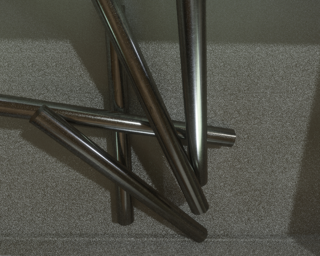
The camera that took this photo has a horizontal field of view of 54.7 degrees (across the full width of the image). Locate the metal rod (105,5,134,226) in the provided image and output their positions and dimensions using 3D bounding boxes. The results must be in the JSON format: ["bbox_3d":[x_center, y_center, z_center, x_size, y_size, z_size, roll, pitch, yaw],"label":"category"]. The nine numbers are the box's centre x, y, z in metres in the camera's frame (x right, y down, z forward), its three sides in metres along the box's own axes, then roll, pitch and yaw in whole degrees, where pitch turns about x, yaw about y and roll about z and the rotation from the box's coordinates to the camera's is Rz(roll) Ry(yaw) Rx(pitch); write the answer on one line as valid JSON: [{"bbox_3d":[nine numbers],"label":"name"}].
[{"bbox_3d":[-0.052,-0.002,0.409,0.025,0.025,0.298,-1,110,0],"label":"metal rod"}]

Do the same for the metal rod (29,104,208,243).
[{"bbox_3d":[-0.034,0.074,0.402,0.025,0.025,0.300,-40,119,13],"label":"metal rod"}]

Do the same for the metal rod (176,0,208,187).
[{"bbox_3d":[0.037,-0.033,0.329,0.025,0.025,0.298,-7,134,2],"label":"metal rod"}]

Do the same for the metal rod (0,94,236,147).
[{"bbox_3d":[-0.048,-0.007,0.380,0.302,0.025,0.025,8,110,-15],"label":"metal rod"}]

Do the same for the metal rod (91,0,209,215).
[{"bbox_3d":[-0.003,-0.016,0.358,0.025,0.025,0.299,-22,114,7],"label":"metal rod"}]
